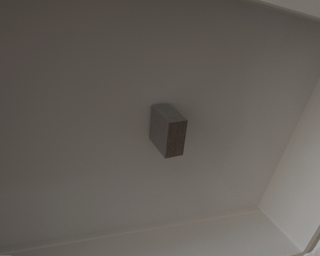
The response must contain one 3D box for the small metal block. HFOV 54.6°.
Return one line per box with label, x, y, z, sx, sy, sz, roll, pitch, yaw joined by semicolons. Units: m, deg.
small metal block;0.009;0.003;0.394;0.025;0.050;0.050;-9;122;-24
